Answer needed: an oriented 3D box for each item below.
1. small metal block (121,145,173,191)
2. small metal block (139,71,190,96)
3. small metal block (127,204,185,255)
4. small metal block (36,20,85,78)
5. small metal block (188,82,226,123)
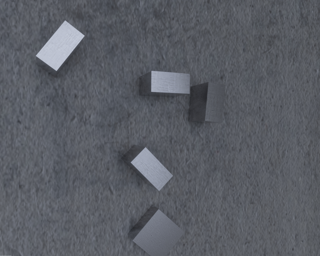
[{"bbox_3d":[-0.018,0.049,0.390,0.025,0.050,0.050,-46,105,-14],"label":"small metal block"},{"bbox_3d":[0.005,-0.055,0.398,0.050,0.050,0.025,1,90,-20],"label":"small metal block"},{"bbox_3d":[-0.005,0.139,0.408,0.050,0.025,0.050,45,76,-15],"label":"small metal block"},{"bbox_3d":[-0.114,-0.088,0.354,0.025,0.050,0.050,38,78,-17],"label":"small metal block"},{"bbox_3d":[0.062,-0.033,0.420,0.025,0.050,0.050,6,88,-20],"label":"small metal block"}]
